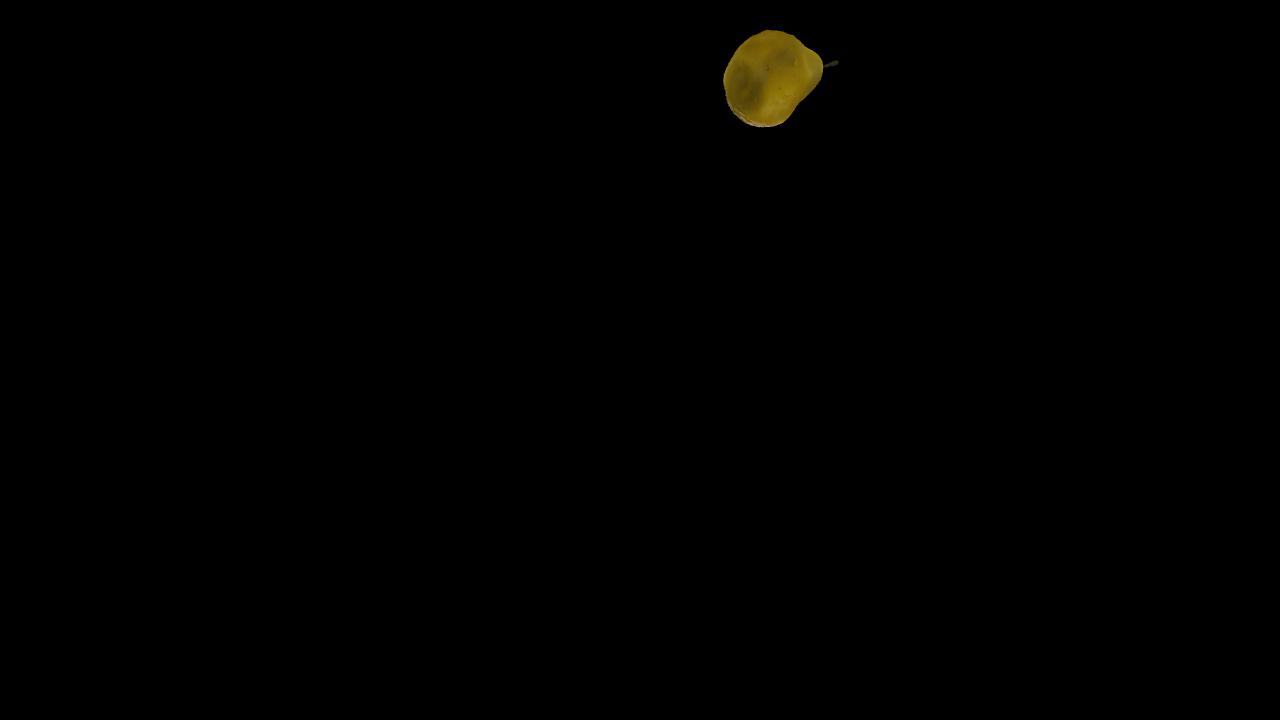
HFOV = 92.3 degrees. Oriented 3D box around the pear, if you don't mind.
[{"bbox_3d":[0.130,-0.256,0.557,0.111,0.080,0.080,-22,13,-33],"label":"pear"}]
